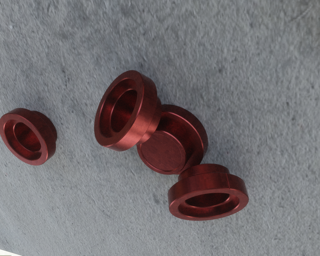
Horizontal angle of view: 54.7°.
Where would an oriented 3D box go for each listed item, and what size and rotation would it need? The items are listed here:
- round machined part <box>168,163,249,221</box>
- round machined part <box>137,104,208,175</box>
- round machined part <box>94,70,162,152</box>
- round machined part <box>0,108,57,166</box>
[{"bbox_3d":[0.059,0.080,0.394,0.099,0.042,0.097,-3,143,-2],"label":"round machined part"},{"bbox_3d":[0.009,0.022,0.403,0.098,0.042,0.097,13,124,20],"label":"round machined part"},{"bbox_3d":[-0.036,-0.018,0.379,0.042,0.098,0.098,25,139,-37],"label":"round machined part"},{"bbox_3d":[-0.211,0.010,0.511,0.098,0.042,0.097,13,124,20],"label":"round machined part"}]
